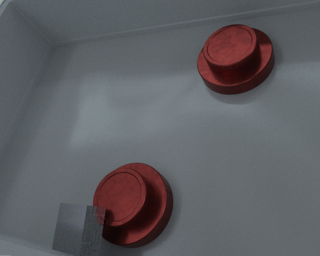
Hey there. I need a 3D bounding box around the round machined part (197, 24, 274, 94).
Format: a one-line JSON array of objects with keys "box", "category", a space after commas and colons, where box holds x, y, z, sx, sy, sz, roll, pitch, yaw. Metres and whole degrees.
[{"box": [0.095, -0.095, 0.403, 0.098, 0.042, 0.098, -13, 56, 20], "category": "round machined part"}]

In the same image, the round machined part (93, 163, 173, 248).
[{"box": [-0.038, 0.085, 0.361, 0.098, 0.042, 0.098, -13, 56, 20], "category": "round machined part"}]

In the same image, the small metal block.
[{"box": [-0.089, 0.109, 0.338, 0.050, 0.025, 0.050, -8, 70, 40], "category": "small metal block"}]
